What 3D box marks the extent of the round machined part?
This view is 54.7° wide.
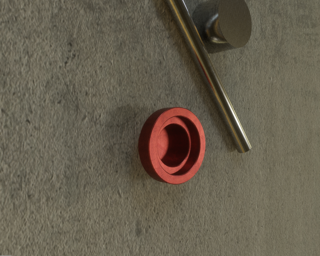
[{"bbox_3d":[0.011,0.022,0.405,0.099,0.042,0.097,0,90,-40],"label":"round machined part"}]

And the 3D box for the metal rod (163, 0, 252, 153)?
[{"bbox_3d":[0.073,-0.083,0.468,0.025,0.025,0.299,-46,118,-30],"label":"metal rod"}]

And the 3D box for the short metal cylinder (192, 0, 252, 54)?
[{"bbox_3d":[0.094,-0.157,0.470,0.081,0.050,0.079,0,90,-40],"label":"short metal cylinder"}]
